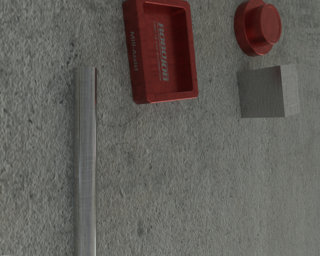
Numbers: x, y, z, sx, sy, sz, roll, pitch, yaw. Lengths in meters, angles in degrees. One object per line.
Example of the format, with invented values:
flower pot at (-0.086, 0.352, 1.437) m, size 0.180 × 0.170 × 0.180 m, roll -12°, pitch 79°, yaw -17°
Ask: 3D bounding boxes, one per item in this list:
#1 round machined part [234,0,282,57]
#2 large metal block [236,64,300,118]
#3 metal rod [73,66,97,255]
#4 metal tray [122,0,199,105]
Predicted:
round machined part at (0.176, -0.177, 0.540) m, size 0.099 × 0.042 × 0.097 m, roll 0°, pitch 90°, yaw -40°
large metal block at (0.181, -0.061, 0.520) m, size 0.050 × 0.080 × 0.079 m, roll -14°, pitch 99°, yaw -39°
metal rod at (-0.081, 0.084, 0.336) m, size 0.025 × 0.025 × 0.298 m, roll 0°, pitch 90°, yaw -40°
metal tray at (0.003, -0.100, 0.403) m, size 0.091 × 0.030 × 0.129 m, roll -11°, pitch 97°, yaw -39°
